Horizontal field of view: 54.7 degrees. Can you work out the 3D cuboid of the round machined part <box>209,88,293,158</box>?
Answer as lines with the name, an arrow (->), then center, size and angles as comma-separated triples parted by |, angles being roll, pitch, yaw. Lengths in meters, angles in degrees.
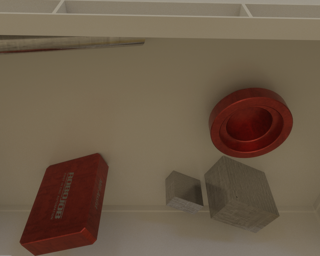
round machined part -> 0.110, -0.010, 0.391 | 0.099, 0.042, 0.097 | -1, 130, 0

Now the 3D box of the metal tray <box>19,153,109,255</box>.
metal tray -> -0.124, 0.099, 0.423 | 0.090, 0.130, 0.030 | -15, 129, 12

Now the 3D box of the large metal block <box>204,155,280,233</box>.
large metal block -> 0.118, 0.098, 0.458 | 0.080, 0.080, 0.050 | 23, 126, -19

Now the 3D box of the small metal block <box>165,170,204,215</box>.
small metal block -> 0.037, 0.099, 0.478 | 0.050, 0.050, 0.025 | 23, 126, -19

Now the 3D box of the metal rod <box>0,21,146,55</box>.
metal rod -> -0.156, -0.074, 0.265 | 0.303, 0.025, 0.025 | -11, 134, -24
